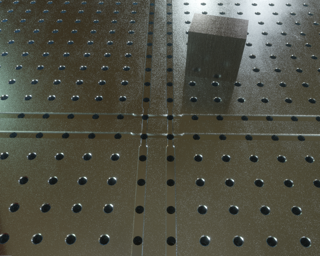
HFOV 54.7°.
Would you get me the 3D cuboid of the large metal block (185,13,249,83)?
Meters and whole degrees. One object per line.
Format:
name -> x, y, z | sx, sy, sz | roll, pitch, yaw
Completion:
large metal block -> 0.085, -0.122, 0.475 | 0.080, 0.080, 0.050 | 11, 51, 9
